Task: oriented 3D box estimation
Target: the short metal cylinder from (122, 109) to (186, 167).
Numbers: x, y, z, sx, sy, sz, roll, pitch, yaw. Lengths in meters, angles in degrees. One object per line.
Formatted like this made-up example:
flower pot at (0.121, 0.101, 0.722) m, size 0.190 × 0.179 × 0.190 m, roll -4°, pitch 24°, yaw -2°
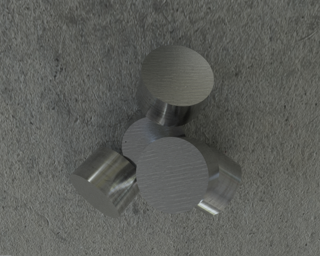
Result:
short metal cylinder at (-0.007, 0.015, 0.403) m, size 0.081 × 0.050 × 0.079 m, roll 0°, pitch 110°, yaw -1°

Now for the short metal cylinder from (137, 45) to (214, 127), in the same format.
short metal cylinder at (0.016, -0.048, 0.357) m, size 0.080 × 0.080 × 0.050 m, roll 13°, pitch 153°, yaw -5°

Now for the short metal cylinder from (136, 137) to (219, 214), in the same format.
short metal cylinder at (0.021, 0.050, 0.345) m, size 0.080 × 0.050 × 0.080 m, roll -1°, pitch 88°, yaw 22°

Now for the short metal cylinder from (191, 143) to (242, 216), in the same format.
short metal cylinder at (0.060, 0.067, 0.406) m, size 0.050 × 0.080 × 0.080 m, roll 33°, pitch 107°, yaw -12°

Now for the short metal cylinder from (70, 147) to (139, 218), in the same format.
short metal cylinder at (-0.069, 0.071, 0.401) m, size 0.080 × 0.050 × 0.080 m, roll 27°, pitch 146°, yaw 21°
